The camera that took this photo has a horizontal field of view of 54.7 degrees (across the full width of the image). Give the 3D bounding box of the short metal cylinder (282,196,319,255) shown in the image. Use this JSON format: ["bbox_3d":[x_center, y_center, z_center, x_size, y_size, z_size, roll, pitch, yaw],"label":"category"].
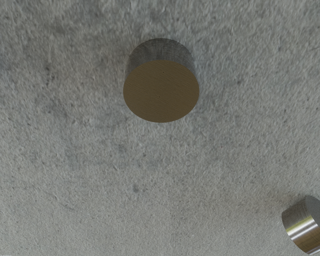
[{"bbox_3d":[0.250,0.160,0.511,0.080,0.080,0.050,27,125,-22],"label":"short metal cylinder"}]

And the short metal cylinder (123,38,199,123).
[{"bbox_3d":[0.001,-0.052,0.346,0.081,0.050,0.079,0,130,0],"label":"short metal cylinder"}]
